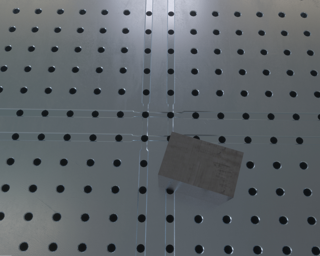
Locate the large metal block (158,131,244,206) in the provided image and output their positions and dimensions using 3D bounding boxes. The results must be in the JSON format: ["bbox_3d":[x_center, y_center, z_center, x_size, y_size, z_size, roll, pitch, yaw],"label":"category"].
[{"bbox_3d":[0.044,0.051,0.364,0.080,0.080,0.050,16,71,6],"label":"large metal block"}]
